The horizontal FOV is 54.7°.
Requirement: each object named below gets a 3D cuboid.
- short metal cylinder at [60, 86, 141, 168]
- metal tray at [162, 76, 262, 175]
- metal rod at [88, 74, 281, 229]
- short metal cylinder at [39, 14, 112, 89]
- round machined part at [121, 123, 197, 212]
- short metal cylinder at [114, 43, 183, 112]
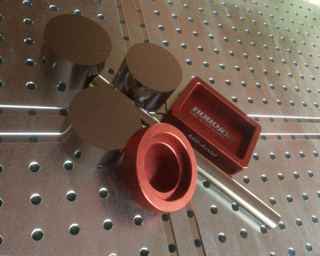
[{"bbox_3d":[-0.068,-0.001,0.355,0.081,0.050,0.080,14,56,-21],"label":"short metal cylinder"},{"bbox_3d":[0.078,-0.005,0.449,0.130,0.030,0.090,38,52,-3],"label":"metal tray"},{"bbox_3d":[0.033,0.033,0.406,0.300,0.025,0.025,38,51,-3],"label":"metal rod"},{"bbox_3d":[-0.107,-0.096,0.393,0.081,0.050,0.080,14,56,-21],"label":"short metal cylinder"},{"bbox_3d":[-0.004,0.046,0.353,0.099,0.042,0.098,17,66,-43],"label":"round machined part"},{"bbox_3d":[-0.017,-0.069,0.424,0.081,0.050,0.080,14,56,-21],"label":"short metal cylinder"}]
